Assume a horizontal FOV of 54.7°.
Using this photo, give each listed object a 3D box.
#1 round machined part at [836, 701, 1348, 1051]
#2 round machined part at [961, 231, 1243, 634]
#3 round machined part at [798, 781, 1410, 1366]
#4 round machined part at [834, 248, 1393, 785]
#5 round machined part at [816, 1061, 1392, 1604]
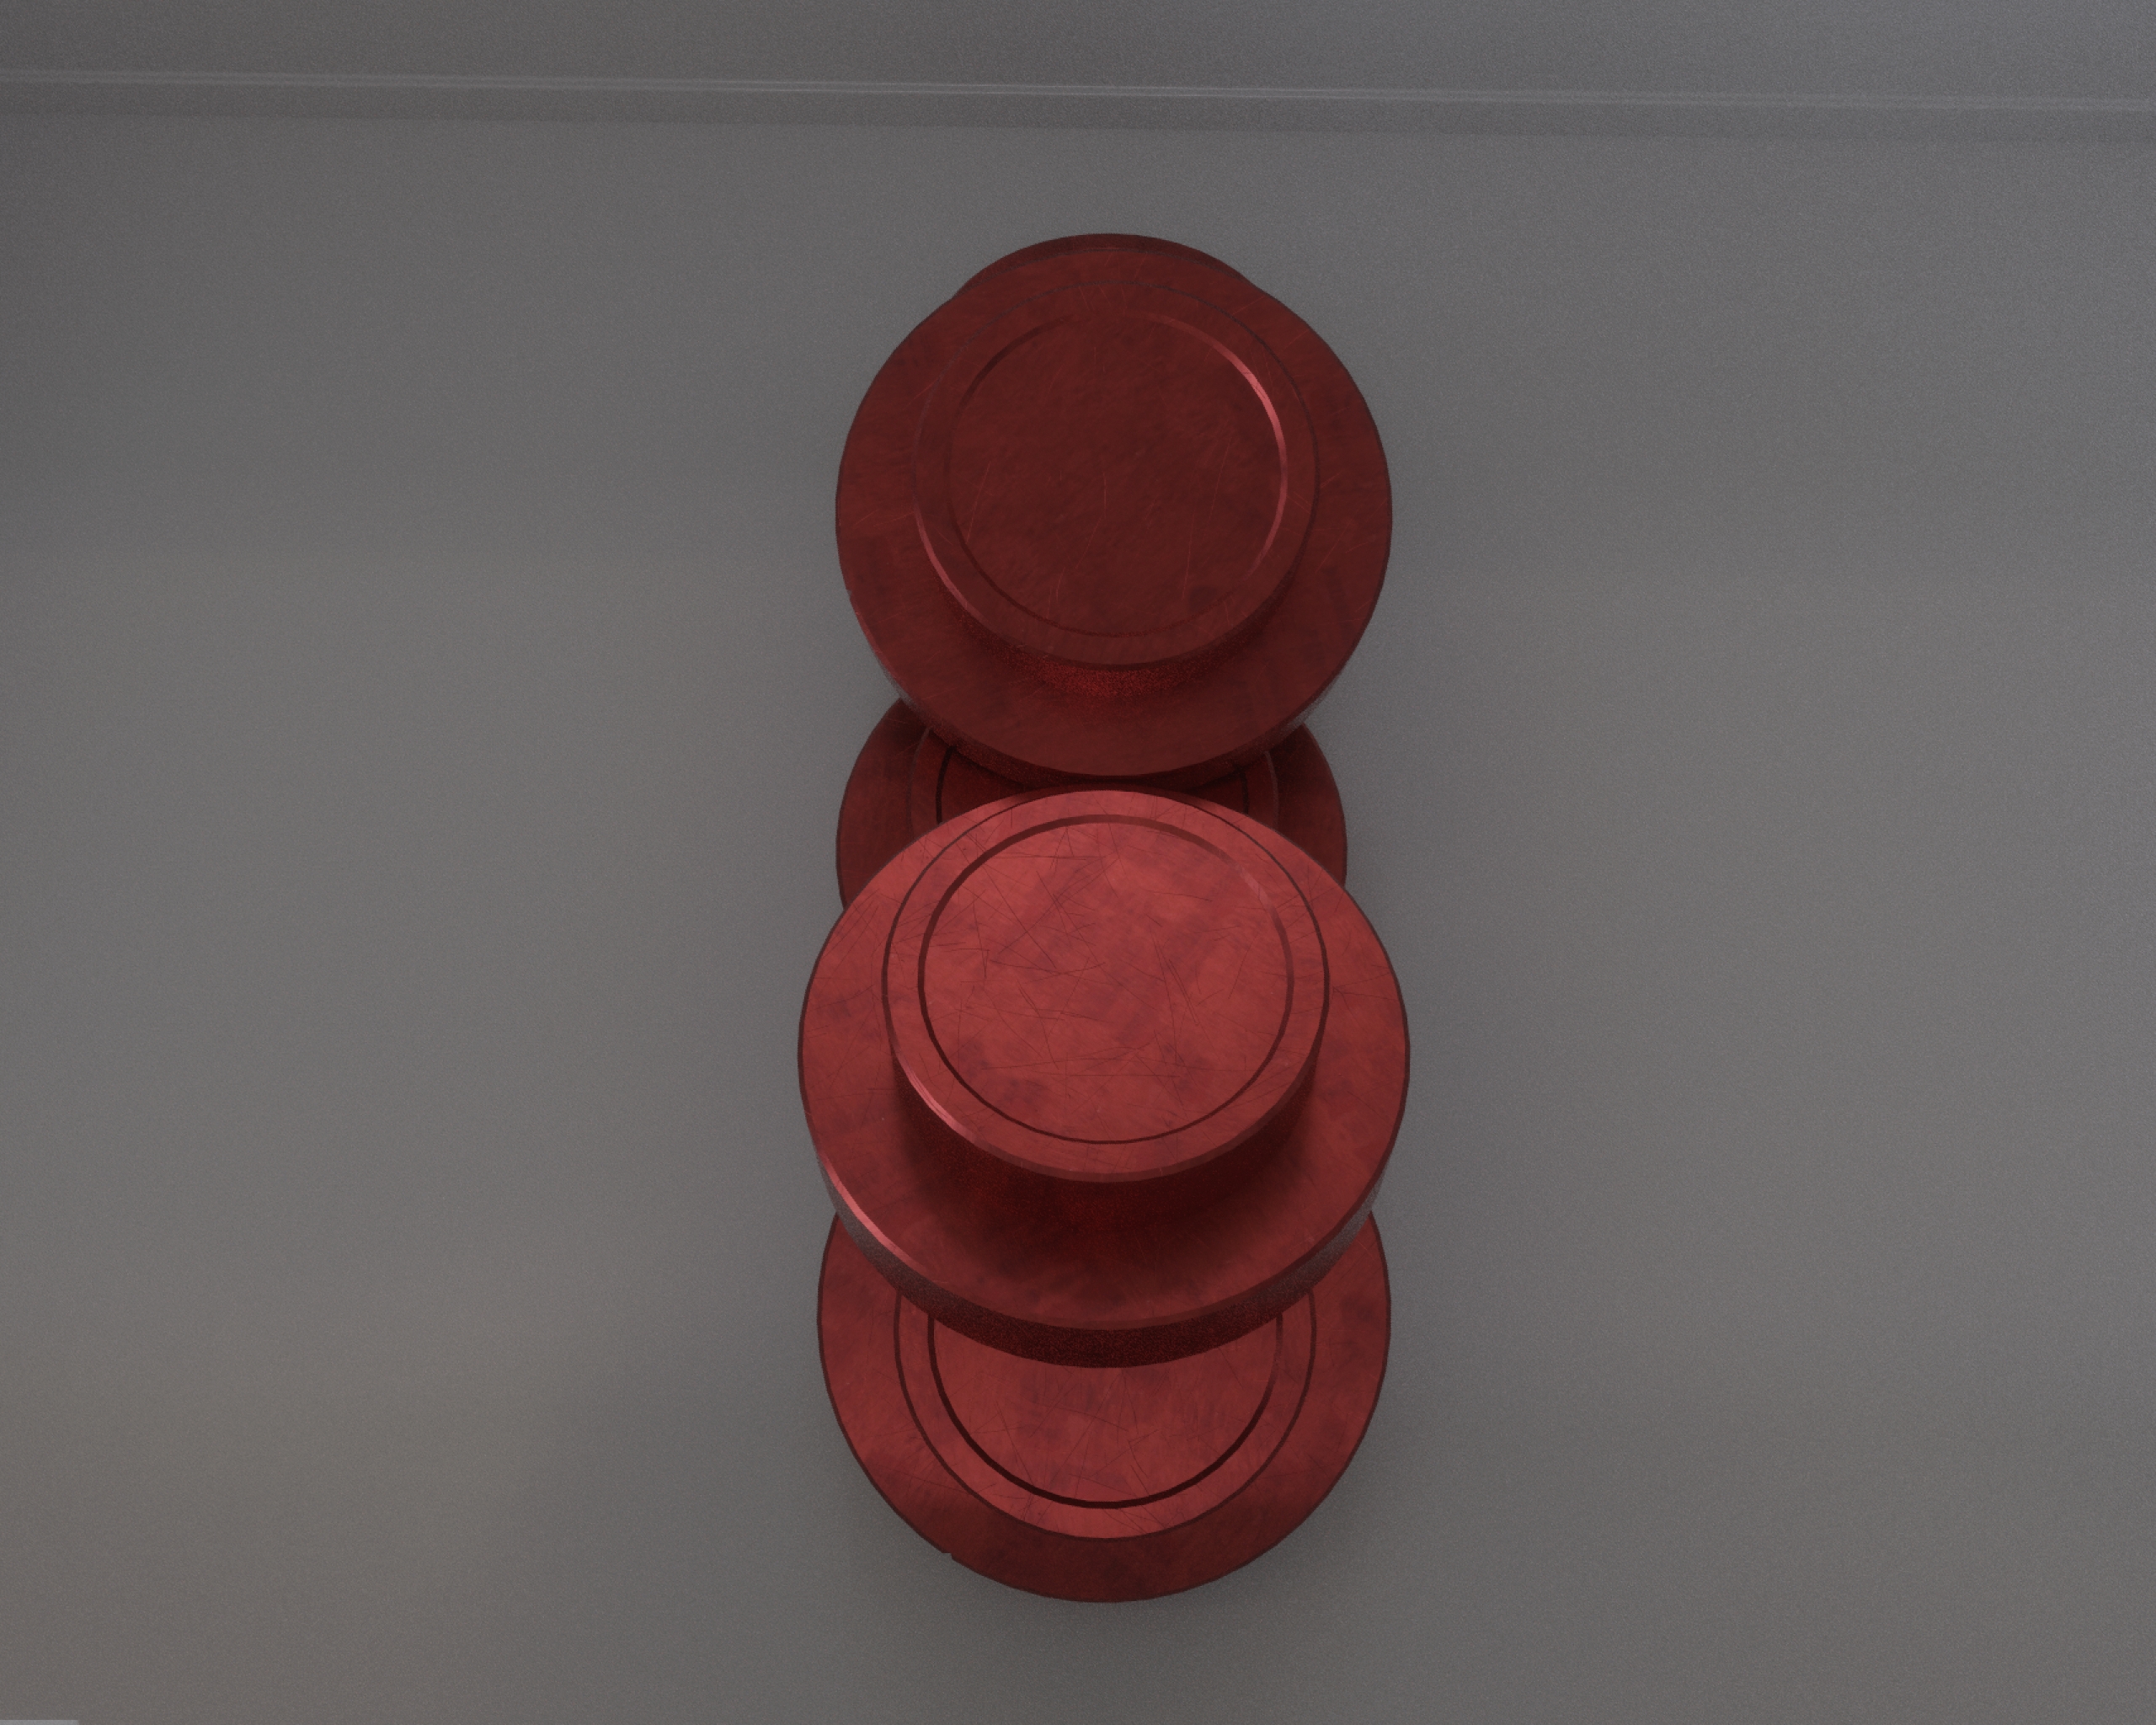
[{"bbox_3d":[0.003,-0.004,0.401,0.099,0.042,0.098,0,69,0],"label":"round machined part"},{"bbox_3d":[0.006,-0.089,0.420,0.099,0.042,0.098,0,54,0],"label":"round machined part"},{"bbox_3d":[0.004,0.027,0.335,0.099,0.042,0.098,0,59,0],"label":"round machined part"},{"bbox_3d":[0.006,-0.062,0.367,0.099,0.042,0.097,0,82,0],"label":"round machined part"},{"bbox_3d":[0.004,0.077,0.356,0.099,0.042,0.097,0,85,0],"label":"round machined part"}]
